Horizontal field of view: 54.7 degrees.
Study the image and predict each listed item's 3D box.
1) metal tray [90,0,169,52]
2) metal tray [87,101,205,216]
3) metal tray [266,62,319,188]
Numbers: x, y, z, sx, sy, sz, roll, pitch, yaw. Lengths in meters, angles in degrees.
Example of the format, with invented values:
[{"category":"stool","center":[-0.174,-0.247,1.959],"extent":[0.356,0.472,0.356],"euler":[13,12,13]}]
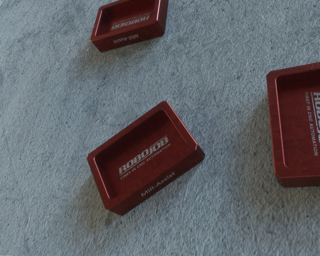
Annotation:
[{"category":"metal tray","center":[-0.053,-0.190,0.544],"extent":[0.130,0.030,0.090],"euler":[-8,58,24]},{"category":"metal tray","center":[-0.021,0.036,0.389],"extent":[0.130,0.030,0.090],"euler":[-35,51,4]},{"category":"metal tray","center":[0.163,-0.007,0.319],"extent":[0.090,0.030,0.130],"euler":[-8,58,24]}]
